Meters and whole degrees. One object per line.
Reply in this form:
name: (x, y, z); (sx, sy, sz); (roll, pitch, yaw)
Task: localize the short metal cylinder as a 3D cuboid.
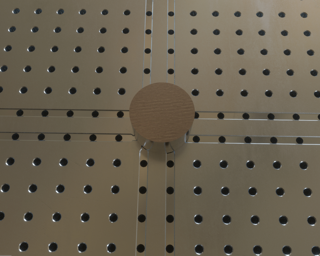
short metal cylinder: (0.003, -0.012, 0.403); (0.080, 0.050, 0.080); (0, 70, 0)
